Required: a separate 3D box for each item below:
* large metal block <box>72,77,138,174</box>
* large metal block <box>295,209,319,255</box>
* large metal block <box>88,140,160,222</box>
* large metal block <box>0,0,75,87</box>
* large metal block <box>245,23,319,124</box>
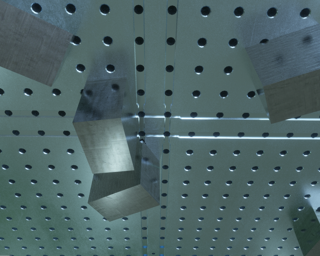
[{"bbox_3d":[-0.060,-0.004,0.372,0.050,0.080,0.080,-5,130,4],"label":"large metal block"},{"bbox_3d":[0.310,0.196,0.567,0.081,0.050,0.079,6,130,-6],"label":"large metal block"},{"bbox_3d":[-0.048,0.075,0.439,0.080,0.080,0.050,-23,127,18],"label":"large metal block"},{"bbox_3d":[-0.130,-0.083,0.294,0.080,0.080,0.050,22,99,-19],"label":"large metal block"},{"bbox_3d":[0.144,-0.059,0.328,0.080,0.080,0.050,-17,128,13],"label":"large metal block"}]
